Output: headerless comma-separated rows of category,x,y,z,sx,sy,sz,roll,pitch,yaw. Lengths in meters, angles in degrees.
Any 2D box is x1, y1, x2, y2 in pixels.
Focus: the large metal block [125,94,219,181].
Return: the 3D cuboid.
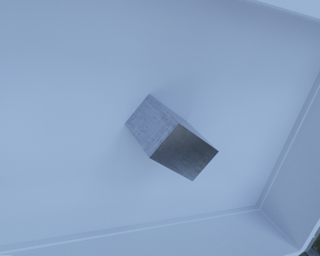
large metal block,0.013,0.012,0.389,0.080,0.080,0.050,33,99,-39
